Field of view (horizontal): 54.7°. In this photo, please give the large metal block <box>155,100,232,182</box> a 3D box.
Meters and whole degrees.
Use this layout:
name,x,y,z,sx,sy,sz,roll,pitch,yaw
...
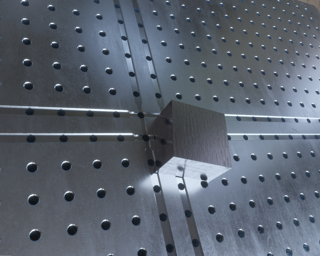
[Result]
name,x,y,z,sx,sy,sz,roll,pitch,yaw
large metal block,0.041,0.018,0.405,0.081,0.050,0.080,13,56,-21
